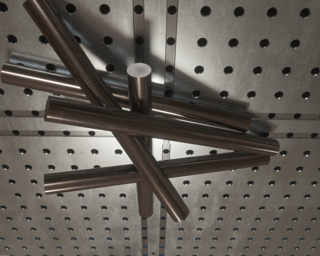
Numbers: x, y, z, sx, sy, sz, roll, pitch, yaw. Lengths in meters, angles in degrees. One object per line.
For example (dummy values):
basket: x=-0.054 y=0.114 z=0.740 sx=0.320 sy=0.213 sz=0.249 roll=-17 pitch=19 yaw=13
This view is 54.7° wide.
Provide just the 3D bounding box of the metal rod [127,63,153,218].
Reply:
metal rod: x=-0.023 y=0.042 z=0.426 sx=0.025 sy=0.025 sz=0.298 roll=0 pitch=137 yaw=-1

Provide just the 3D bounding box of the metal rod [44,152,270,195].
metal rod: x=0.008 y=0.055 z=0.411 sx=0.302 sy=0.025 sz=0.025 roll=-5 pitch=132 yaw=-15

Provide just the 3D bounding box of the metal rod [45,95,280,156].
metal rod: x=0.025 y=0.004 z=0.362 sx=0.302 sy=0.025 sz=0.025 roll=10 pitch=131 yaw=-28

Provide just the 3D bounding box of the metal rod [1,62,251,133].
metal rod: x=-0.032 y=-0.035 z=0.381 sx=0.302 sy=0.025 sz=0.025 roll=11 pitch=129 yaw=-10

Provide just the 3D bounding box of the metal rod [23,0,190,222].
metal rod: x=-0.048 y=-0.007 z=0.353 sx=0.025 sy=0.025 sz=0.299 roll=-25 pitch=110 yaw=19
